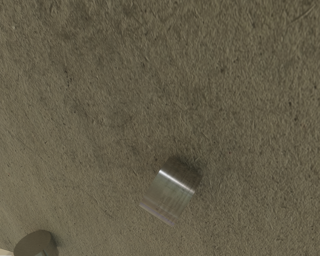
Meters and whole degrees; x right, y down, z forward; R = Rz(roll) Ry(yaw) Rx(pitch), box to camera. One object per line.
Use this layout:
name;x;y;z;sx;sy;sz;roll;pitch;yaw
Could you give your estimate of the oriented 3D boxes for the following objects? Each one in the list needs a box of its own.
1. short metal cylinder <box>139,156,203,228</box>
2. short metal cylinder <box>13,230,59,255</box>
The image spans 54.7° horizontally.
short metal cylinder;0.015;0.085;0.416;0.050;0.080;0.079;32;129;8
short metal cylinder;-0.272;0.274;0.685;0.080;0.080;0.050;1;119;28
